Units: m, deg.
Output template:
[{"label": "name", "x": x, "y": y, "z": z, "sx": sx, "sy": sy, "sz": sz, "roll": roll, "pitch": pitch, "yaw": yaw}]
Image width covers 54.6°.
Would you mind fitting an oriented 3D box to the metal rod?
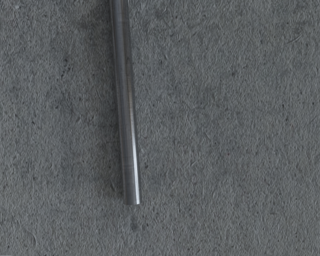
[{"label": "metal rod", "x": -0.046, "y": -0.050, "z": 0.409, "sx": 0.025, "sy": 0.025, "sz": 0.298, "roll": -4, "pitch": 90, "yaw": 0}]
